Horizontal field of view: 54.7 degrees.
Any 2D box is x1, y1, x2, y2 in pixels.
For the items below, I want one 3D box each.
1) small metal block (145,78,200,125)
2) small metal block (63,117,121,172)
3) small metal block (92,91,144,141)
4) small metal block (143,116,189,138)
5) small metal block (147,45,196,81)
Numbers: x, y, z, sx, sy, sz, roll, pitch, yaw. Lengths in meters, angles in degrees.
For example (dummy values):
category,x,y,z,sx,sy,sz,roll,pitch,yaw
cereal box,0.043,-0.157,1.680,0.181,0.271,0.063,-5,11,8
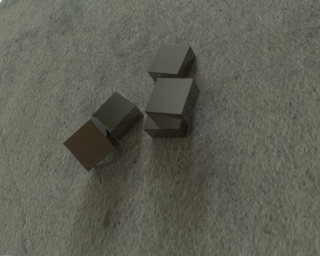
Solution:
category,x,y,z,sx,sy,sz,roll,pitch,yaw
small metal block,0.016,-0.034,0.383,0.050,0.025,0.050,6,65,30
small metal block,-0.091,0.022,0.416,0.050,0.025,0.050,-40,92,10
small metal block,-0.061,-0.018,0.445,0.050,0.025,0.050,-48,52,-8
small metal block,0.011,-0.015,0.406,0.050,0.025,0.050,-1,61,27
small metal block,0.017,-0.093,0.451,0.050,0.025,0.050,11,67,32
